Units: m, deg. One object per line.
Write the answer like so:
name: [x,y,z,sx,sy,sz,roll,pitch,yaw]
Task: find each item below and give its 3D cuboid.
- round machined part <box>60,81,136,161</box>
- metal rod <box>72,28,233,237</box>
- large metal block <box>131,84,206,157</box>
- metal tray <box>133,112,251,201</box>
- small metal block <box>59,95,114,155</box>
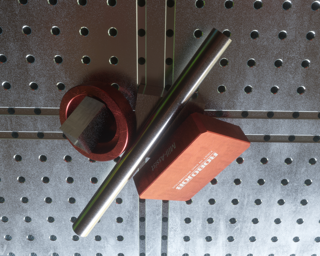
round machined part: [-0.072,-0.011,0.385,0.098,0.042,0.097,10,115,23]
metal rod: [-0.019,0.018,0.366,0.025,0.025,0.299,33,106,-12]
large metal block: [0.007,-0.006,0.397,0.081,0.050,0.079,8,110,-4]
metal tray: [0.038,0.043,0.391,0.091,0.030,0.129,15,128,-39]
small metal block: [-0.085,-0.003,0.368,0.025,0.050,0.050,29,70,16]
